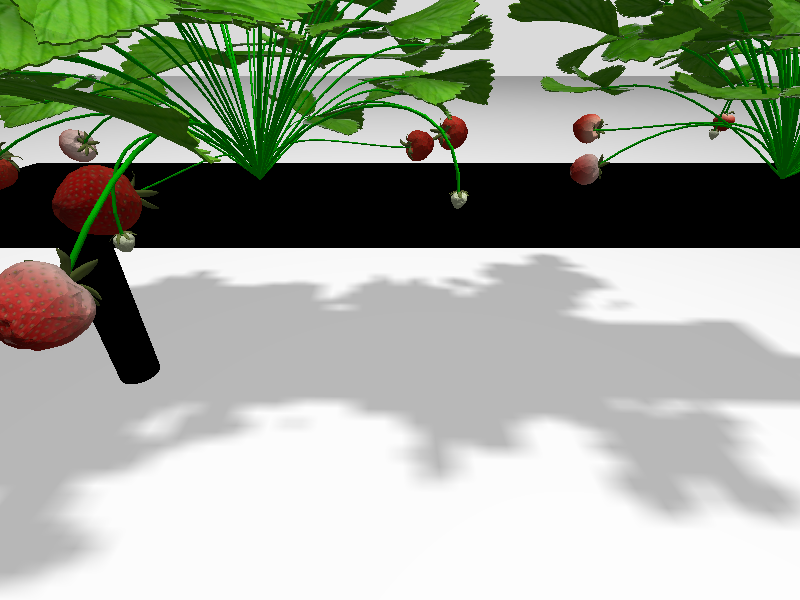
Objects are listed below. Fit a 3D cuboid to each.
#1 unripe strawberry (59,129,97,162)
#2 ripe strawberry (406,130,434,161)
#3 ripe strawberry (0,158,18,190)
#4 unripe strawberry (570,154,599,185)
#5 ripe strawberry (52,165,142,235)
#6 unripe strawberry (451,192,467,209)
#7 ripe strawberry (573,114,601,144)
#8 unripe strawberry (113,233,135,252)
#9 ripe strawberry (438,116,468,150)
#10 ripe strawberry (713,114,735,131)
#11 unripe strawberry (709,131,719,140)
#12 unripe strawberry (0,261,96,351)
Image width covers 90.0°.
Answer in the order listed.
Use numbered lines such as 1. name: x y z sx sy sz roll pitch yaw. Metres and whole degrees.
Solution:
1. unripe strawberry: -0.323 -0.153 0.400 0.032 0.031 0.030 -2 28 23
2. ripe strawberry: 0.021 -0.153 0.398 0.028 0.030 0.026 -14 33 -23
3. ripe strawberry: -0.312 -0.097 0.303 0.030 0.035 0.035 43 13 -30
4. unripe strawberry: 0.148 -0.105 0.323 0.022 0.023 0.020 -13 31 1
5. ripe strawberry: -0.172 -0.054 0.226 0.038 0.040 0.041 12 33 19
6. unripe strawberry: 0.036 -0.061 0.246 0.010 0.010 0.011 19 36 29
7. ripe strawberry: 0.231 -0.214 0.499 0.032 0.034 0.035 -15 33 -24
8. unripe strawberry: -0.140 -0.029 0.203 0.009 0.010 0.010 4 31 6
9. ripe strawberry: 0.061 -0.185 0.446 0.034 0.035 0.031 -10 31 -35
10. ripe strawberry: 0.444 -0.243 0.549 0.024 0.022 0.022 13 33 21
11. unripe strawberry: 0.402 -0.212 0.513 0.010 0.011 0.011 11 32 17
12. unripe strawberry: -0.122 0.003 0.134 0.026 0.030 0.028 0 42 0
